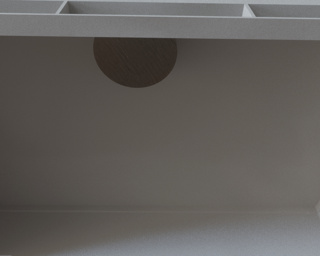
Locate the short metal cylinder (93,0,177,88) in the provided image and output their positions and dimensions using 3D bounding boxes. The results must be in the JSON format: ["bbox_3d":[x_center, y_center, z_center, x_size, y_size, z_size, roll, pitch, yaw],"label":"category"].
[{"bbox_3d":[-0.024,-0.088,0.317,0.080,0.050,0.080,0,130,0],"label":"short metal cylinder"}]
